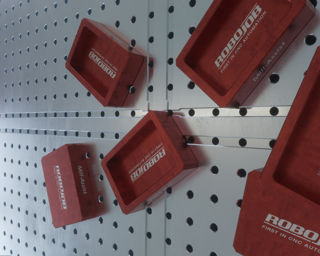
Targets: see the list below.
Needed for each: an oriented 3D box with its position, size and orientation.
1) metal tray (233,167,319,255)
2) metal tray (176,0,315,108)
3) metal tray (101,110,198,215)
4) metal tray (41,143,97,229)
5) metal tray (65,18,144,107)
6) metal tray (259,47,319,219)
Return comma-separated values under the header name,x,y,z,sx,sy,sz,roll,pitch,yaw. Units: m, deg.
name,x,y,z,sx,sy,sz,roll,pitch,yaw
metal tray,0.141,0.099,0.290,0.130,0.030,0.089,16,100,39
metal tray,0.084,-0.097,0.336,0.090,0.030,0.129,49,119,28
metal tray,-0.020,0.048,0.423,0.129,0.030,0.090,-43,64,31
metal tray,-0.161,0.101,0.541,0.090,0.030,0.130,-25,74,37
metal tray,-0.091,-0.102,0.482,0.130,0.030,0.090,43,116,31
metal tray,0.147,0.008,0.244,0.090,0.030,0.129,29,108,36
